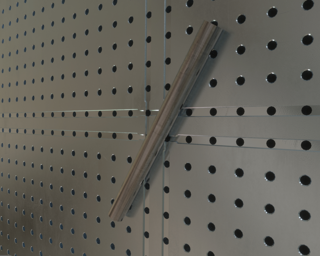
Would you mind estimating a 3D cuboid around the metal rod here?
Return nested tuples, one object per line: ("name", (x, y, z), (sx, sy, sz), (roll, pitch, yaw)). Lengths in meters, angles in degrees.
("metal rod", (-0.002, 0.005, 0.408), (0.025, 0.025, 0.298), (40, 114, 32))
